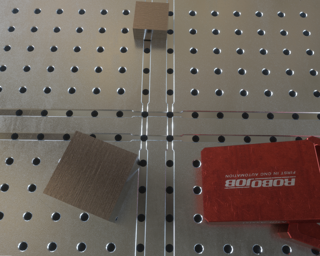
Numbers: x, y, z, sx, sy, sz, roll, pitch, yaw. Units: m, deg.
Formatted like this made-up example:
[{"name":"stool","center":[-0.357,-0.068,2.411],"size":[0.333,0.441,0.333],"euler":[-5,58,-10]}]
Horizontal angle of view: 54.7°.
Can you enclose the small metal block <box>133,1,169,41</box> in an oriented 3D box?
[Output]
[{"name":"small metal block","center":[-0.013,-0.163,0.471],"size":[0.050,0.025,0.050],"euler":[4,70,1]}]

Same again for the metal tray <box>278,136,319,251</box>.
[{"name":"metal tray","center":[0.208,0.084,0.379],"size":[0.090,0.030,0.130],"euler":[19,71,6]}]

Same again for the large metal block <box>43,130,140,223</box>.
[{"name":"large metal block","center":[-0.078,0.060,0.376],"size":[0.080,0.050,0.080],"euler":[21,71,7]}]

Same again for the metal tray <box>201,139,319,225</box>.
[{"name":"metal tray","center":[0.117,0.065,0.365],"size":[0.131,0.030,0.090],"euler":[-5,64,13]}]
